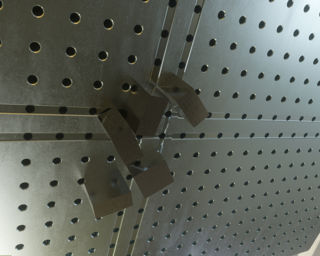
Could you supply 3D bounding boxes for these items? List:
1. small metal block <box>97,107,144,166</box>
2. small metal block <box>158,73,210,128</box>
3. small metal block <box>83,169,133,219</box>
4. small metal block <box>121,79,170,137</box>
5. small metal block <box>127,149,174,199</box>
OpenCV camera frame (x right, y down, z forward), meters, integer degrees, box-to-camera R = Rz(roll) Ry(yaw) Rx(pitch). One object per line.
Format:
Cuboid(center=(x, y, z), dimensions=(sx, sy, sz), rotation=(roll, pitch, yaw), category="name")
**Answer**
Cuboid(center=(-0.048, 0.010, 0.376), dimensions=(0.025, 0.050, 0.050), rotation=(-30, 129, -10), category="small metal block")
Cuboid(center=(0.030, -0.035, 0.391), dimensions=(0.025, 0.050, 0.050), rotation=(-40, 130, -2), category="small metal block")
Cuboid(center=(-0.069, 0.086, 0.412), dimensions=(0.050, 0.050, 0.025), rotation=(-16, 125, -20), category="small metal block")
Cuboid(center=(-0.019, -0.024, 0.371), dimensions=(0.025, 0.050, 0.050), rotation=(9, 114, -33), category="small metal block")
Cuboid(center=(-0.013, 0.067, 0.448), dimensions=(0.050, 0.025, 0.050), rotation=(-29, 129, -10), category="small metal block")
